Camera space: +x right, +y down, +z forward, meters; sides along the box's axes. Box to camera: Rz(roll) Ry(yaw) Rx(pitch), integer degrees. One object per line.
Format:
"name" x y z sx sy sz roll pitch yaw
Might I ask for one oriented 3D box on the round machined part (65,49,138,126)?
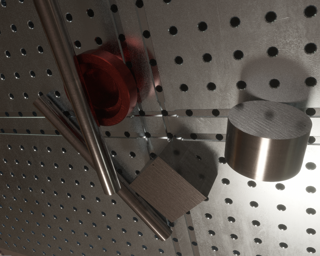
"round machined part" -0.072 -0.055 0.403 0.098 0.042 0.097 13 124 20

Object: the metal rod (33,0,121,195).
"metal rod" -0.101 -0.042 0.381 0.025 0.025 0.298 1 119 27

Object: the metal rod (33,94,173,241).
"metal rod" -0.088 0.067 0.496 0.300 0.025 0.025 48 129 -7

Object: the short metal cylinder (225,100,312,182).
"short metal cylinder" 0.110 0.011 0.324 0.080 0.080 0.050 12 123 21

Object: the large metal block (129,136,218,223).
"large metal block" 0.018 0.072 0.429 0.080 0.050 0.080 41 129 -1
